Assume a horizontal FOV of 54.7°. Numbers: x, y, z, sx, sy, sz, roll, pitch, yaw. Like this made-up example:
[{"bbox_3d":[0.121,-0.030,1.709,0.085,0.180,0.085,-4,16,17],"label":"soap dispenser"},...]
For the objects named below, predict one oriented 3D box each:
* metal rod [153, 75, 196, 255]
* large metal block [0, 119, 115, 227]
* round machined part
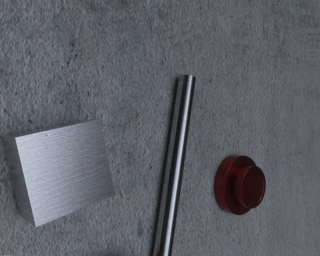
[{"bbox_3d":[0.017,0.075,0.418,0.025,0.025,0.299,14,81,-39],"label":"metal rod"},{"bbox_3d":[-0.099,0.038,0.305,0.081,0.050,0.079,-16,100,-39],"label":"large metal block"},{"bbox_3d":[0.137,0.094,0.508,0.099,0.042,0.097,0,90,-40],"label":"round machined part"}]
